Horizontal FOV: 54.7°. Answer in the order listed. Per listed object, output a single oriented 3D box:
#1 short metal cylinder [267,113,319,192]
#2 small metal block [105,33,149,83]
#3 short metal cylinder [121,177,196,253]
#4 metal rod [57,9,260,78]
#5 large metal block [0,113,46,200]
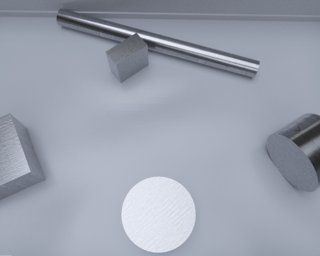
[{"bbox_3d":[0.176,0.029,0.372,0.050,0.080,0.080,-30,73,-10],"label":"short metal cylinder"},{"bbox_3d":[-0.044,-0.096,0.431,0.050,0.050,0.025,-36,74,-12],"label":"small metal block"},{"bbox_3d":[-0.002,0.101,0.360,0.081,0.050,0.080,0,70,0],"label":"short metal cylinder"},{"bbox_3d":[-0.006,-0.126,0.455,0.301,0.025,0.025,16,71,5],"label":"metal rod"},{"bbox_3d":[-0.200,0.041,0.379,0.080,0.050,0.080,-25,72,-9],"label":"large metal block"}]
